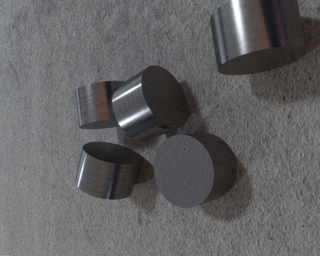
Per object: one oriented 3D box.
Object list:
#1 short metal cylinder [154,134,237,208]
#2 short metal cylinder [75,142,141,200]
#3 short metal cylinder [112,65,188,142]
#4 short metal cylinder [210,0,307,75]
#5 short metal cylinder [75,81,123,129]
[{"bbox_3d":[0.040,0.047,0.356,0.080,0.050,0.080,0,90,40],"label":"short metal cylinder"},{"bbox_3d":[-0.071,0.057,0.428,0.080,0.081,0.050,25,106,37],"label":"short metal cylinder"},{"bbox_3d":[-0.010,-0.029,0.378,0.050,0.081,0.080,-25,74,37],"label":"short metal cylinder"},{"bbox_3d":[0.091,-0.086,0.294,0.080,0.081,0.050,-12,82,39],"label":"short metal cylinder"},{"bbox_3d":[-0.074,-0.030,0.430,0.080,0.081,0.050,-13,82,39],"label":"short metal cylinder"}]
